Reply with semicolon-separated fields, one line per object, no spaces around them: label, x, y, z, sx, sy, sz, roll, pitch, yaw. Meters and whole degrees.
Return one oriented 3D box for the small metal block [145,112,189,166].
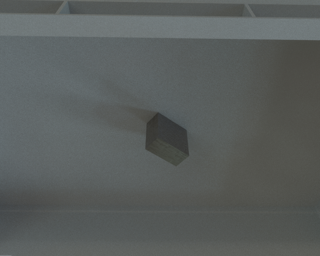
small metal block;0.009;0.015;0.405;0.050;0.050;0.025;31;123;-24
